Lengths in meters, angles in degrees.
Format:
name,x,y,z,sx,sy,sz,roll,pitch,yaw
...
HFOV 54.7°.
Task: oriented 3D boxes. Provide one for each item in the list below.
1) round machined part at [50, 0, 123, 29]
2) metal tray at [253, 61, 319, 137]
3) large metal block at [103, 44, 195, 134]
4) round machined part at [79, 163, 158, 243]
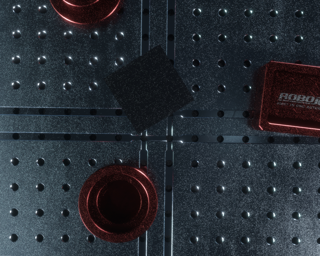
name,x,y,z,sx,sy,sz,roll,pitch,yaw
round machined part,-0.098,-0.184,0.404,0.099,0.042,0.097,0,90,0
metal tray,0.197,-0.035,0.412,0.131,0.030,0.089,7,90,0
large metal block,-0.013,-0.047,0.401,0.080,0.050,0.080,-32,90,0
round machined part,-0.052,0.094,0.404,0.099,0.042,0.097,0,90,0
